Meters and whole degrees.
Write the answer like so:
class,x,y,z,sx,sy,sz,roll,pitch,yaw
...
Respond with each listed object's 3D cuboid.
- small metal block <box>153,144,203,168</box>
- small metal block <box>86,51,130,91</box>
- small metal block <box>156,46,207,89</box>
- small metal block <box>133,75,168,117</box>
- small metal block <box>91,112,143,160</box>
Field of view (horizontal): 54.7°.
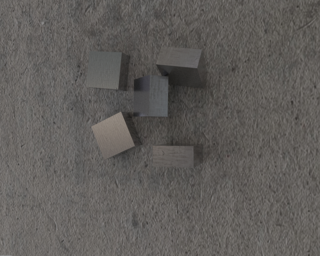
class,x,y,z,sx,sy,sz,roll,pitch,yaw
small metal block,0.024,0.033,0.387,0.050,0.050,0.025,0,90,20
small metal block,-0.073,-0.079,0.435,0.050,0.025,0.050,7,92,19
small metal block,0.028,-0.074,0.383,0.050,0.050,0.025,10,73,19
small metal block,-0.013,-0.039,0.399,0.050,0.025,0.050,3,92,63
small metal block,-0.060,0.011,0.430,0.050,0.025,0.050,-25,82,18
